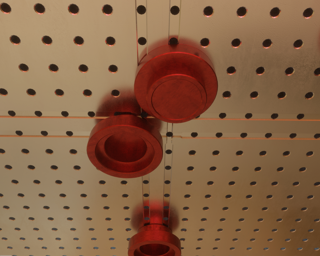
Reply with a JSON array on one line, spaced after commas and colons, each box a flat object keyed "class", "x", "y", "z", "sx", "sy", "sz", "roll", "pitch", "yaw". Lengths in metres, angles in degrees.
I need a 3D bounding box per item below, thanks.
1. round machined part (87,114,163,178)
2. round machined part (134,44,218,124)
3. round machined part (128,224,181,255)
[{"class": "round machined part", "x": -0.045, "y": 0.020, "z": 0.417, "sx": 0.099, "sy": 0.042, "sz": 0.097, "roll": 0, "pitch": 130, "yaw": 0}, {"class": "round machined part", "x": 0.019, "y": -0.044, "z": 0.363, "sx": 0.099, "sy": 0.042, "sz": 0.097, "roll": 0, "pitch": 130, "yaw": 0}, {"class": "round machined part", "x": -0.010, "y": 0.219, "z": 0.586, "sx": 0.099, "sy": 0.042, "sz": 0.097, "roll": 0, "pitch": 130, "yaw": 0}]
